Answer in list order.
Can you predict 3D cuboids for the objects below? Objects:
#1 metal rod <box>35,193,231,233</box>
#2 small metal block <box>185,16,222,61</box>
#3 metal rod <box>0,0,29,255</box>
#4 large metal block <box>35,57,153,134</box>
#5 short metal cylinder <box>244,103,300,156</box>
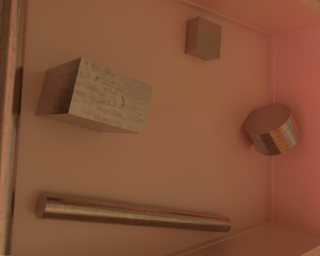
[{"bbox_3d":[-0.007,0.116,0.402,0.302,0.025,0.025,19,78,-39],"label":"metal rod"},{"bbox_3d":[0.065,-0.132,0.463,0.050,0.025,0.050,6,86,-40],"label":"small metal block"},{"bbox_3d":[-0.143,-0.012,0.287,0.025,0.025,0.298,5,87,-40],"label":"metal rod"},{"bbox_3d":[-0.067,-0.027,0.316,0.081,0.080,0.050,17,79,-39],"label":"large metal block"},{"bbox_3d":[0.193,0.002,0.536,0.080,0.080,0.050,-50,120,-28],"label":"short metal cylinder"}]
